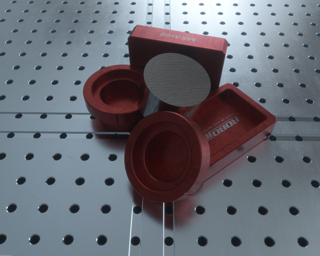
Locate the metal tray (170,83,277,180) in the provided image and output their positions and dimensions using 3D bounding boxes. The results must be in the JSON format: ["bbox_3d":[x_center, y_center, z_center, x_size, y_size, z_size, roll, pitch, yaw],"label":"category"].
[{"bbox_3d":[0.073,0.000,0.404,0.131,0.030,0.090,-30,56,-23],"label":"metal tray"}]

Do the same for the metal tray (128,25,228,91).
[{"bbox_3d":[0.023,-0.091,0.442,0.131,0.089,0.030,12,51,9],"label":"metal tray"}]

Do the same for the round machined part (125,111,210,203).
[{"bbox_3d":[0.011,0.033,0.347,0.098,0.042,0.097,-6,79,32],"label":"round machined part"}]

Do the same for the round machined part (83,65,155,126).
[{"bbox_3d":[-0.053,-0.041,0.431,0.099,0.042,0.098,0,50,0],"label":"round machined part"}]

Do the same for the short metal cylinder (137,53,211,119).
[{"bbox_3d":[0.016,-0.045,0.381,0.081,0.050,0.080,7,58,-10],"label":"short metal cylinder"}]
